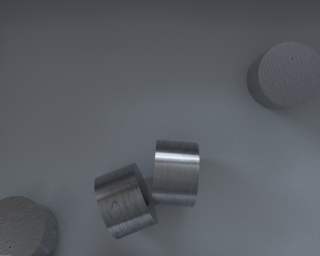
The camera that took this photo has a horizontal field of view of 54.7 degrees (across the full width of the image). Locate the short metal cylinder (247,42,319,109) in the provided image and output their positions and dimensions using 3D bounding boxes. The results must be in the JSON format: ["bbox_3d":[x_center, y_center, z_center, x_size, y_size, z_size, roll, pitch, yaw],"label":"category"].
[{"bbox_3d":[0.159,-0.065,0.401,0.081,0.050,0.079,0,90,-1],"label":"short metal cylinder"}]

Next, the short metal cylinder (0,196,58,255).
[{"bbox_3d":[-0.174,0.129,0.382,0.081,0.050,0.080,0,65,1],"label":"short metal cylinder"}]

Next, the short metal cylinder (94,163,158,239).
[{"bbox_3d":[-0.041,0.089,0.383,0.050,0.080,0.080,-22,90,0],"label":"short metal cylinder"}]

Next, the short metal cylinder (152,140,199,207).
[{"bbox_3d":[0.018,0.056,0.384,0.050,0.080,0.079,4,90,-1],"label":"short metal cylinder"}]
